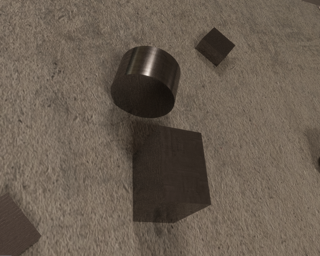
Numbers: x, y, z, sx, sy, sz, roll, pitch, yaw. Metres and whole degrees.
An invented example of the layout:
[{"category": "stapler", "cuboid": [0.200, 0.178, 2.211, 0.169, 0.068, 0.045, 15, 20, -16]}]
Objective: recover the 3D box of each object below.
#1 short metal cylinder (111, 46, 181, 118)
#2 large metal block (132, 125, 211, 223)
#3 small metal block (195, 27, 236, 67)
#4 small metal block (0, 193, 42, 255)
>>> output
[{"category": "short metal cylinder", "cuboid": [-0.017, -0.057, 0.395, 0.080, 0.080, 0.050, 23, 53, -15]}, {"category": "large metal block", "cuboid": [0.008, 0.054, 0.341, 0.050, 0.080, 0.080, 11, 57, -23]}, {"category": "small metal block", "cuboid": [0.098, -0.143, 0.547, 0.050, 0.025, 0.050, 41, 51, -1]}, {"category": "small metal block", "cuboid": [-0.142, 0.094, 0.270, 0.050, 0.025, 0.050, 49, 51, 6]}]
